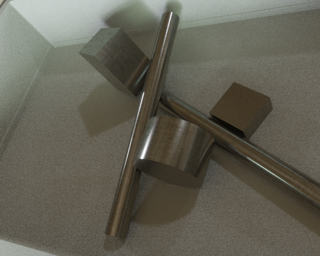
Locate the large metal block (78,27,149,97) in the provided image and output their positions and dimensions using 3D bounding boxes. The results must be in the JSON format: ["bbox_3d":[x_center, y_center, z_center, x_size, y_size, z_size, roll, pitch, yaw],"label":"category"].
[{"bbox_3d":[-0.060,-0.095,0.444,0.050,0.080,0.080,-50,32,-7],"label":"large metal block"}]

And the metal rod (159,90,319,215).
[{"bbox_3d":[0.078,0.014,0.355,0.025,0.025,0.300,-49,52,-6],"label":"metal rod"}]

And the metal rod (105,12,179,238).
[{"bbox_3d":[-0.018,-0.016,0.397,0.025,0.025,0.299,4,72,30],"label":"metal rod"}]

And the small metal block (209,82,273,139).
[{"bbox_3d":[0.096,-0.020,0.367,0.050,0.025,0.050,34,80,38],"label":"small metal block"}]

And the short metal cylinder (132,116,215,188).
[{"bbox_3d":[0.015,0.028,0.344,0.080,0.080,0.050,7,66,31],"label":"short metal cylinder"}]
